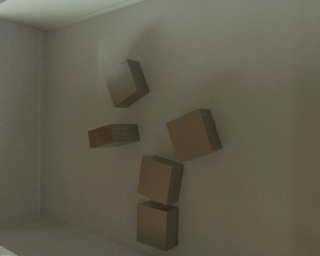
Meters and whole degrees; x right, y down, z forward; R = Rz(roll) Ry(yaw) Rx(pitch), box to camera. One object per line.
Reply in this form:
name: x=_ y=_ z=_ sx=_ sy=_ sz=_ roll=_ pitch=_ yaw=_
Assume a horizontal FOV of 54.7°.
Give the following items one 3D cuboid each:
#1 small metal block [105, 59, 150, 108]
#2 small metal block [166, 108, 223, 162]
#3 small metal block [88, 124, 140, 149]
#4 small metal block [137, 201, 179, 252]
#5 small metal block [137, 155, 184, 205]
small metal block: x=-0.048 y=-0.063 z=0.444 sx=0.050 sy=0.025 sz=0.050 roll=-30 pitch=72 yaw=35
small metal block: x=0.041 y=0.009 z=0.372 sx=0.050 sy=0.025 sz=0.050 roll=-25 pitch=75 yaw=37
small metal block: x=-0.066 y=0.012 z=0.442 sx=0.050 sy=0.050 sz=0.025 roll=-15 pitch=81 yaw=39
small metal block: x=-0.004 y=0.127 z=0.408 sx=0.050 sy=0.025 sz=0.050 roll=2 pitch=91 yaw=39
small metal block: x=0.000 y=0.067 z=0.405 sx=0.050 sy=0.025 sz=0.050 roll=13 pitch=99 yaw=39
